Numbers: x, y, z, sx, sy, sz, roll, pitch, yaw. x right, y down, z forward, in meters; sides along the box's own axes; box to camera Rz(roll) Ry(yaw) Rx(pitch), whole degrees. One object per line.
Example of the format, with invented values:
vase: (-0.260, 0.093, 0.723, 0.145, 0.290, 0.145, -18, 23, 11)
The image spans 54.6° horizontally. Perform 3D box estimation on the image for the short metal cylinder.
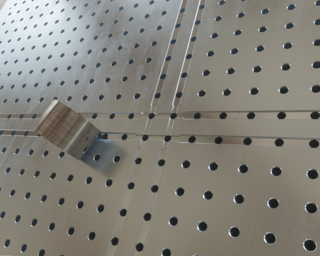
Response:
short metal cylinder: (-0.132, 0.003, 0.441, 0.080, 0.080, 0.050, 26, 76, 37)
